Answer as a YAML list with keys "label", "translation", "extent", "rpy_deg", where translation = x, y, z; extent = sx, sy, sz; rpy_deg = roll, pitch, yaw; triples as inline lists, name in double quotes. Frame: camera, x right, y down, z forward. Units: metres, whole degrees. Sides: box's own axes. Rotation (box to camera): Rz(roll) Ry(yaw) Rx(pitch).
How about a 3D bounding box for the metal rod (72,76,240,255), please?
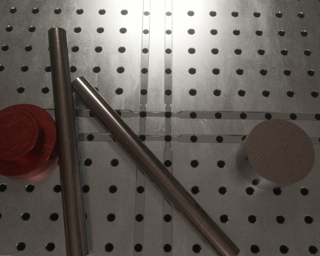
- label: "metal rod"
  translation: [-0.015, 0.043, 0.395]
  extent: [0.025, 0.025, 0.300]
  rpy_deg: [-40, 75, -13]

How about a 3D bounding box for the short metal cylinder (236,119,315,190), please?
- label: "short metal cylinder"
  translation: [0.142, 0.035, 0.388]
  extent: [0.081, 0.050, 0.080]
  rpy_deg: [0, 70, 0]

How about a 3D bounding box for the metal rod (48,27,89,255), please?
- label: "metal rod"
  translation: [-0.120, 0.007, 0.397]
  extent: [0.025, 0.025, 0.299]
  rpy_deg: [-9, 74, -4]

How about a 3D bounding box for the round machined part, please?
- label: "round machined part"
  translation: [-0.182, 0.013, 0.396]
  extent: [0.099, 0.042, 0.098]
  rpy_deg: [0, 70, -1]
